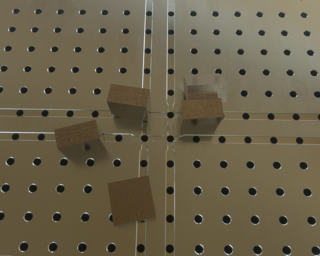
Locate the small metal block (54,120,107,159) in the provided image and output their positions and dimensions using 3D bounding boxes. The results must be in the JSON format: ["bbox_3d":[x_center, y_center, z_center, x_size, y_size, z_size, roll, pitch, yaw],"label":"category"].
[{"bbox_3d":[-0.099,0.016,0.392,0.050,0.050,0.025,-14,71,-5],"label":"small metal block"}]

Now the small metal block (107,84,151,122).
[{"bbox_3d":[-0.039,-0.032,0.410,0.050,0.050,0.025,8,70,3],"label":"small metal block"}]

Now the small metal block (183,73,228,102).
[{"bbox_3d":[0.060,-0.054,0.417,0.050,0.050,0.025,-4,115,-1],"label":"small metal block"}]

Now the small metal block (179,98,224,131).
[{"bbox_3d":[0.052,-0.017,0.404,0.050,0.050,0.025,-4,74,-2],"label":"small metal block"}]

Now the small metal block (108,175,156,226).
[{"bbox_3d":[-0.034,0.089,0.379,0.050,0.025,0.050,-10,70,-4],"label":"small metal block"}]
